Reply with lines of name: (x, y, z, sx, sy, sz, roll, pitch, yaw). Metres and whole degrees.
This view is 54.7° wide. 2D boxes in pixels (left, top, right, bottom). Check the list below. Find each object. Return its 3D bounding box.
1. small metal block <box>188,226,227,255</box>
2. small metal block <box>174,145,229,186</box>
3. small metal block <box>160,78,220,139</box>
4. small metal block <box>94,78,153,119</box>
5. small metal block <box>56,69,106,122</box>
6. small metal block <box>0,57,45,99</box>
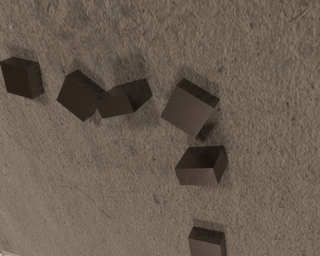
small metal block: (0.074, 0.185, 0.481, 0.050, 0.025, 0.050, 3, 120, 26)
small metal block: (0.053, 0.047, 0.391, 0.050, 0.050, 0.025, -5, 116, 30)
small metal block: (0.036, -0.024, 0.373, 0.050, 0.025, 0.050, 32, 128, 6)
small metal block: (-0.045, -0.038, 0.390, 0.050, 0.050, 0.025, -9, 114, 32)
small metal block: (-0.111, -0.045, 0.436, 0.050, 0.025, 0.050, 39, 129, 1)
small metal block: (-0.207, -0.076, 0.466, 0.050, 0.025, 0.050, 15, 125, 19)
